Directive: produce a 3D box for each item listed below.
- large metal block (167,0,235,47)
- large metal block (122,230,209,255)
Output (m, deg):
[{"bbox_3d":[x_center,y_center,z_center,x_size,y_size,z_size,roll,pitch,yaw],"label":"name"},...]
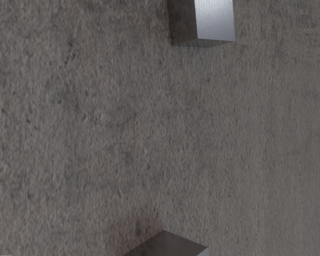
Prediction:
[{"bbox_3d":[0.059,-0.160,0.440,0.081,0.050,0.079,-10,97,-40],"label":"large metal block"},{"bbox_3d":[0.006,0.175,0.376,0.081,0.080,0.050,-19,103,-39],"label":"large metal block"}]
